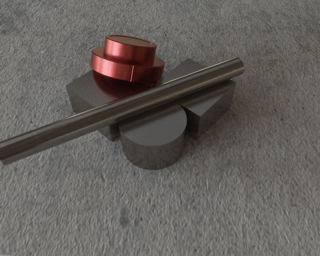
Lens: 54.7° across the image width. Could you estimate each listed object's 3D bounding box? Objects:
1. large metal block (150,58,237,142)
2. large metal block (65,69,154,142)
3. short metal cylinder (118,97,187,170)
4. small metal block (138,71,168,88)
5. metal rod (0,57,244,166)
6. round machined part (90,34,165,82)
[{"bbox_3d":[0.044,-0.041,0.424,0.080,0.050,0.080,34,58,25],"label":"large metal block"},{"bbox_3d":[-0.065,-0.041,0.420,0.080,0.050,0.080,35,58,25],"label":"large metal block"},{"bbox_3d":[-0.009,0.005,0.383,0.081,0.050,0.080,0,50,0],"label":"short metal cylinder"},{"bbox_3d":[-0.011,-0.063,0.457,0.050,0.025,0.050,35,58,25],"label":"small metal block"},{"bbox_3d":[-0.030,-0.028,0.362,0.302,0.025,0.025,-22,54,-18],"label":"metal rod"},{"bbox_3d":[-0.042,-0.097,0.417,0.099,0.042,0.098,10,24,-4],"label":"round machined part"}]
